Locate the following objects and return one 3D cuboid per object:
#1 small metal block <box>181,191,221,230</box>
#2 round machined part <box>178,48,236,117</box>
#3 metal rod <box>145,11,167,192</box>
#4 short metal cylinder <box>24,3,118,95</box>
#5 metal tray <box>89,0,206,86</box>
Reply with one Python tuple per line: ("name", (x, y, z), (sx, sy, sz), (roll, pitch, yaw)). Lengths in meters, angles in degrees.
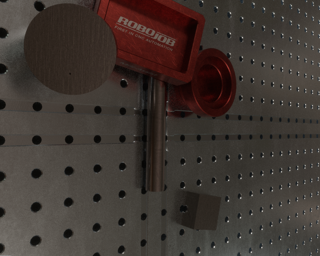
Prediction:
("small metal block", (0.063, 0.124, 0.465), (0.050, 0.025, 0.050), (18, 79, -39))
("round machined part", (0.065, -0.065, 0.455), (0.099, 0.042, 0.097), (0, 90, -40))
("metal rod", (-0.004, -0.068, 0.407), (0.025, 0.025, 0.298), (2, 89, -40))
("short metal cylinder", (-0.082, -0.076, 0.300), (0.081, 0.050, 0.079), (-2, 106, -6))
("metal tray", (-0.015, -0.113, 0.371), (0.131, 0.030, 0.090), (16, 83, -25))
